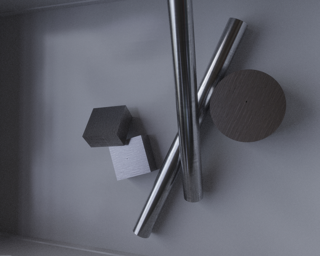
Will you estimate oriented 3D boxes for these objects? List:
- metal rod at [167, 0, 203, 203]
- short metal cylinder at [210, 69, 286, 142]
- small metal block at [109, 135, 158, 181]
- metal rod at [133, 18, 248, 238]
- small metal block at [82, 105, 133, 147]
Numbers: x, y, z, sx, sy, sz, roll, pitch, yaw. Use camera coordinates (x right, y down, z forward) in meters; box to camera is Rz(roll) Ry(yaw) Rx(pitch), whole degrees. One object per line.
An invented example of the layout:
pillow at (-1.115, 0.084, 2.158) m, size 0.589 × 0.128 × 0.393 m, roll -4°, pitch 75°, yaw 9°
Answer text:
metal rod at (0.028, -0.048, 0.337) m, size 0.025 × 0.025 × 0.298 m, roll 3°, pitch 115°, yaw 19°
short metal cylinder at (0.103, -0.024, 0.361) m, size 0.080 × 0.050 × 0.079 m, roll 0°, pitch 90°, yaw 19°
small metal block at (-0.037, 0.040, 0.423) m, size 0.050 × 0.025 × 0.050 m, roll -17°, pitch 85°, yaw 19°
metal rod at (0.035, 0.006, 0.397) m, size 0.025 × 0.025 × 0.298 m, roll 27°, pitch 98°, yaw 17°
small metal block at (-0.070, -0.002, 0.420) m, size 0.050 × 0.025 × 0.050 m, roll -4°, pitch 50°, yaw 19°
